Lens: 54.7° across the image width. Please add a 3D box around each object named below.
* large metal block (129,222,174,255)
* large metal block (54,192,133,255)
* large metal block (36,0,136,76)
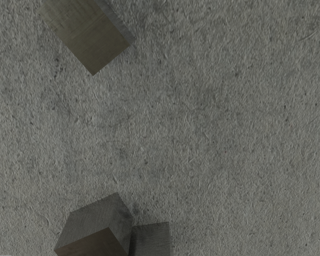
[{"bbox_3d":[-0.022,0.187,0.449,0.080,0.080,0.050,-8,110,3],"label":"large metal block"},{"bbox_3d":[-0.088,0.146,0.433,0.080,0.080,0.050,-25,108,9],"label":"large metal block"},{"bbox_3d":[-0.074,-0.111,0.339,0.050,0.080,0.080,-37,106,12],"label":"large metal block"}]
